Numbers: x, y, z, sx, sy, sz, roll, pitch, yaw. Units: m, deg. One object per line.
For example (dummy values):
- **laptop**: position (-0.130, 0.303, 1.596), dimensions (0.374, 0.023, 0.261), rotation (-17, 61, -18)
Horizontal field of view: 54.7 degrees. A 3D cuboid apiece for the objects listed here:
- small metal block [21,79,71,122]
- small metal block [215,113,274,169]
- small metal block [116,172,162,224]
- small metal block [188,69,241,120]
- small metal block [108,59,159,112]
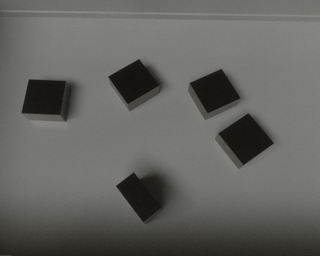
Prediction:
- **small metal block**: position (-0.153, -0.037, 0.421), dimensions (0.050, 0.025, 0.050), rotation (3, 70, 0)
- **small metal block**: position (0.109, 0.017, 0.405), dimensions (0.050, 0.025, 0.050), rotation (-33, 74, -12)
- **small metal block**: position (-0.024, 0.084, 0.365), dimensions (0.025, 0.050, 0.050), rotation (-37, 75, -12)
- **small metal block**: position (0.074, -0.046, 0.427), dimensions (0.050, 0.025, 0.050), rotation (-25, 72, -9)
- **small metal block**: position (-0.036, -0.059, 0.431), dimensions (0.050, 0.025, 0.050), rotation (-32, 74, -12)
